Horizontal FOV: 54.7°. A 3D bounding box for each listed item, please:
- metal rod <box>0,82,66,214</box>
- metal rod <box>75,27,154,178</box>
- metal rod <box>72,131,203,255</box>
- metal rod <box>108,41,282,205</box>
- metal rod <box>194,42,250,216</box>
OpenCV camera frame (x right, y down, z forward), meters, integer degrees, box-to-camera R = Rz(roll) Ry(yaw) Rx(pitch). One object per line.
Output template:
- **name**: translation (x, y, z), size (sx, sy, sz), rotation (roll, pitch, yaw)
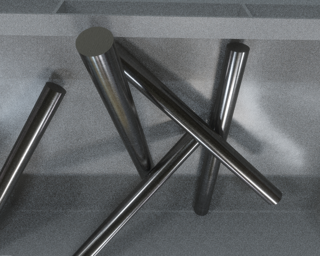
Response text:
- **metal rod**: translation (-0.204, 0.070, 0.412), size (0.025, 0.025, 0.299), rotation (27, 109, -22)
- **metal rod**: translation (-0.030, 0.007, 0.336), size (0.025, 0.025, 0.299), rotation (-4, 155, 3)
- **metal rod**: translation (-0.045, 0.111, 0.425), size (0.300, 0.025, 0.025), rotation (-48, 119, 4)
- **metal rod**: translation (0.053, 0.007, 0.387), size (0.300, 0.025, 0.025), rotation (40, 119, -20)
- **metal rod**: translation (0.077, 0.026, 0.432), size (0.025, 0.025, 0.298), rotation (2, 130, -2)
